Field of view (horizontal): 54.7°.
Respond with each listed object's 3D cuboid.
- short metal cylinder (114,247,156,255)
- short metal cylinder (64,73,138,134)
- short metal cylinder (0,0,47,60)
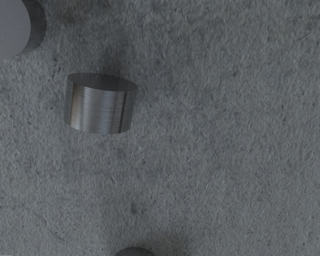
[{"bbox_3d":[-0.041,0.236,0.483,0.081,0.050,0.079,0,110,-1],"label":"short metal cylinder"},{"bbox_3d":[-0.071,-0.031,0.368,0.081,0.080,0.050,10,110,-4],"label":"short metal cylinder"},{"bbox_3d":[-0.177,-0.121,0.349,0.081,0.050,0.079,0,110,-1],"label":"short metal cylinder"}]
